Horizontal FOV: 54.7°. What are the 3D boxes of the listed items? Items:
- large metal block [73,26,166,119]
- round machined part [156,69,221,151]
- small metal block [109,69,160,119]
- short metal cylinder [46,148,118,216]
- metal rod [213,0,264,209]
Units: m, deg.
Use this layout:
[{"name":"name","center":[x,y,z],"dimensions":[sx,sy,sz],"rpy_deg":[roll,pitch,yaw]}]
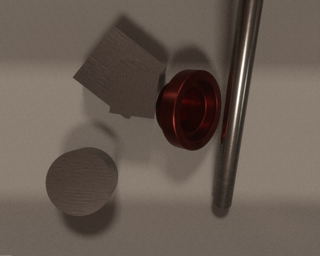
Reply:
[{"name":"large metal block","center":[-0.049,-0.068,0.398],"dimensions":[0.080,0.050,0.080],"rpy_deg":[38,90,-1]},{"name":"round machined part","center":[0.032,-0.024,0.386],"dimensions":[0.042,0.099,0.097],"rpy_deg":[12,90,41]},{"name":"small metal block","center":[-0.029,-0.039,0.361],"dimensions":[0.050,0.025,0.050],"rpy_deg":[8,90,-1]},{"name":"short metal cylinder","center":[-0.097,0.066,0.398],"dimensions":[0.081,0.050,0.079],"rpy_deg":[0,90,-1]},{"name":"metal rod","center":[0.089,-0.037,0.357],"dimensions":[0.025,0.025,0.298],"rpy_deg":[2,113,-1]}]
